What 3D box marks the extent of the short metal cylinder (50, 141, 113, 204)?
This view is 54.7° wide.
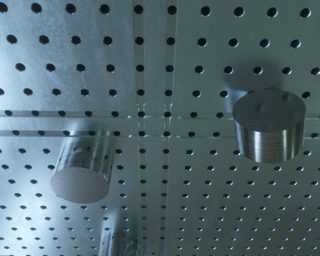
[{"bbox_3d":[-0.111,0.065,0.449,0.081,0.050,0.079,-1,130,0],"label":"short metal cylinder"}]

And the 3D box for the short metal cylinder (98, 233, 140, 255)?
[{"bbox_3d":[-0.079,0.249,0.607,0.081,0.050,0.079,0,130,0],"label":"short metal cylinder"}]

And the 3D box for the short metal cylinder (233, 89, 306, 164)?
[{"bbox_3d":[0.131,-0.004,0.375,0.080,0.080,0.050,-11,129,8],"label":"short metal cylinder"}]
